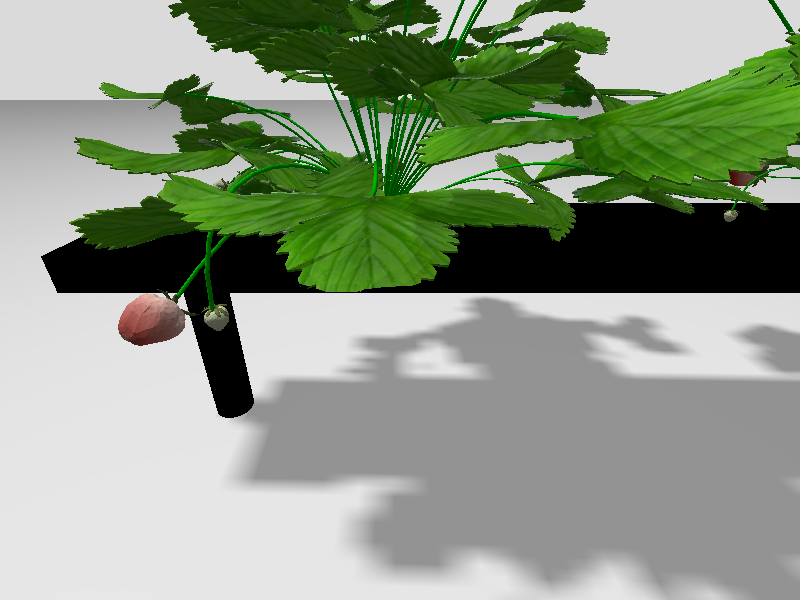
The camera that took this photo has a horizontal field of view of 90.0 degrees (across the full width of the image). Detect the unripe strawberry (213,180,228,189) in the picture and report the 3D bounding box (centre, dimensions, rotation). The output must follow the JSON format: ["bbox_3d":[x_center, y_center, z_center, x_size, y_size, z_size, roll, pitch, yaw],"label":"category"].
[{"bbox_3d":[-0.197,-0.122,0.438,0.020,0.019,0.018,9,29,26],"label":"unripe strawberry"}]

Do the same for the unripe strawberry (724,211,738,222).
[{"bbox_3d":[0.289,-0.073,0.351,0.010,0.010,0.009,-1,28,-2],"label":"unripe strawberry"}]

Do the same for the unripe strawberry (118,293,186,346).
[{"bbox_3d":[-0.116,0.010,0.185,0.027,0.024,0.025,14,41,24],"label":"unripe strawberry"}]

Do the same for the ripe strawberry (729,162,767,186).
[{"bbox_3d":[0.413,-0.154,0.481,0.037,0.032,0.037,-4,28,-7],"label":"ripe strawberry"}]

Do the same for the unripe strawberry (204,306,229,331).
[{"bbox_3d":[-0.085,0.009,0.187,0.011,0.012,0.011,10,30,18],"label":"unripe strawberry"}]

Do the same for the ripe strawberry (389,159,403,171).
[{"bbox_3d":[-0.007,-0.188,0.561,0.021,0.018,0.021,1,-6,2],"label":"ripe strawberry"}]
